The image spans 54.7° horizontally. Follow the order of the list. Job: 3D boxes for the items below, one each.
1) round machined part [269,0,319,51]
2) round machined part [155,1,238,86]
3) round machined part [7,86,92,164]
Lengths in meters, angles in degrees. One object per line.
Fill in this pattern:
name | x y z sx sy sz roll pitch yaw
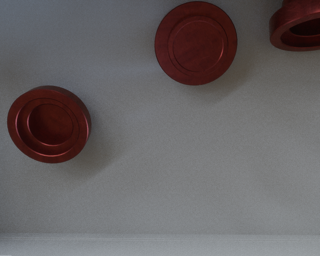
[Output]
round machined part | 0.170 -0.122 0.336 0.099 0.098 0.042 0 81 0
round machined part | 0.043 -0.098 0.366 0.099 0.042 0.097 0 110 0
round machined part | -0.137 -0.007 0.398 0.099 0.042 0.097 0 110 0
